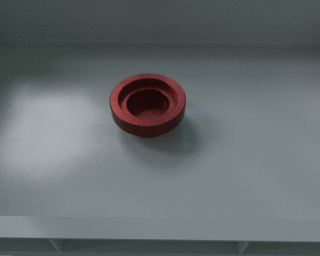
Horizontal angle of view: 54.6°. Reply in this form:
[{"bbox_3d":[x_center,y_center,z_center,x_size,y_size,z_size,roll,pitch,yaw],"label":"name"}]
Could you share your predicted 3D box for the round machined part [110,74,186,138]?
[{"bbox_3d":[-0.016,-0.026,0.416,0.099,0.042,0.098,0,50,0],"label":"round machined part"}]
